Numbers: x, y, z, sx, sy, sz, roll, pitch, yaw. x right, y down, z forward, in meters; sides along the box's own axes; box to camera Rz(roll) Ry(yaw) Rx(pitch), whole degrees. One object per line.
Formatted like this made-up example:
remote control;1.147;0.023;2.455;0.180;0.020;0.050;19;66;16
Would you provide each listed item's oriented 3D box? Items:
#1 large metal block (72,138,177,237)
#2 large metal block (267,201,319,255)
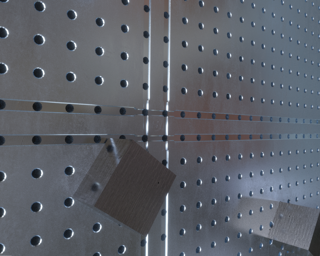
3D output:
large metal block;-0.039;0.068;0.362;0.080;0.050;0.080;43;64;-32
large metal block;0.269;0.198;0.604;0.050;0.080;0.080;45;63;-31
